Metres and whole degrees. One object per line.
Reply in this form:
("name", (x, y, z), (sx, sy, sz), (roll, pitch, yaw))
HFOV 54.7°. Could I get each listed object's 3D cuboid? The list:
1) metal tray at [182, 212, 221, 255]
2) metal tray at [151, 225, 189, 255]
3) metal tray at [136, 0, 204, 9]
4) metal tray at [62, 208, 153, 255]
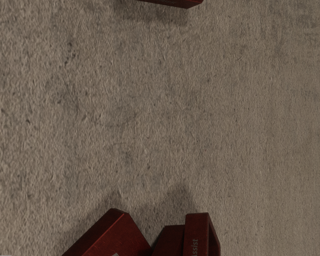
("metal tray", (0.054, 0.187, 0.394), (0.130, 0.030, 0.090), (-79, 153, -48))
("metal tray", (0.024, 0.203, 0.395), (0.090, 0.030, 0.129), (-42, 121, -69))
("metal tray", (-0.001, -0.211, 0.401), (0.131, 0.030, 0.089), (-10, 96, -40))
("metal tray", (-0.048, 0.172, 0.364), (0.090, 0.030, 0.130), (-42, 116, -32))
